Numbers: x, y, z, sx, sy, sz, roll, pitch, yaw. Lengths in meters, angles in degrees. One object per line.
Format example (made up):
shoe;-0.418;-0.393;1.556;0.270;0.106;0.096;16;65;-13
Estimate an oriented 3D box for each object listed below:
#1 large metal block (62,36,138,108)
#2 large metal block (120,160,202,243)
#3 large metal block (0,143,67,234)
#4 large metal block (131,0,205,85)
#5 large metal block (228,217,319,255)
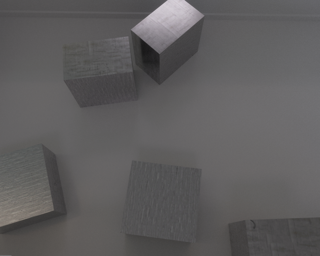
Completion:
large metal block;-0.075;-0.070;0.405;0.081;0.080;0.050;-8;70;-3
large metal block;0.003;0.087;0.364;0.080;0.050;0.080;7;70;2
large metal block;-0.165;0.073;0.368;0.081;0.050;0.080;-16;71;-6
large metal block;0.010;-0.118;0.423;0.050;0.080;0.080;43;76;14
large metal block;0.125;0.126;0.335;0.081;0.080;0.050;-2;70;-1
